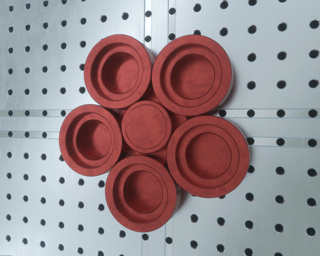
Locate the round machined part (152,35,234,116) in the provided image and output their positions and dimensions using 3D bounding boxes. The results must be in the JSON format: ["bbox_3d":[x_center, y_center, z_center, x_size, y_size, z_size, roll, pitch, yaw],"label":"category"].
[{"bbox_3d":[0.043,-0.063,0.388,0.098,0.042,0.097,0,90,20],"label":"round machined part"}]

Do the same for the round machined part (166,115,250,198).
[{"bbox_3d":[0.061,0.033,0.382,0.098,0.042,0.097,0,90,20],"label":"round machined part"}]

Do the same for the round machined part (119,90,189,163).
[{"bbox_3d":[-0.011,-0.001,0.407,0.098,0.042,0.097,0,90,20],"label":"round machined part"}]

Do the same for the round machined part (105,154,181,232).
[{"bbox_3d":[-0.019,0.083,0.410,0.098,0.042,0.097,0,90,20],"label":"round machined part"}]

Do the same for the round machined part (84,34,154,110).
[{"bbox_3d":[-0.050,-0.073,0.421,0.098,0.042,0.097,0,90,20],"label":"round machined part"}]

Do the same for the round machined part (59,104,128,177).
[{"bbox_3d":[-0.088,0.016,0.435,0.098,0.042,0.097,0,90,20],"label":"round machined part"}]
